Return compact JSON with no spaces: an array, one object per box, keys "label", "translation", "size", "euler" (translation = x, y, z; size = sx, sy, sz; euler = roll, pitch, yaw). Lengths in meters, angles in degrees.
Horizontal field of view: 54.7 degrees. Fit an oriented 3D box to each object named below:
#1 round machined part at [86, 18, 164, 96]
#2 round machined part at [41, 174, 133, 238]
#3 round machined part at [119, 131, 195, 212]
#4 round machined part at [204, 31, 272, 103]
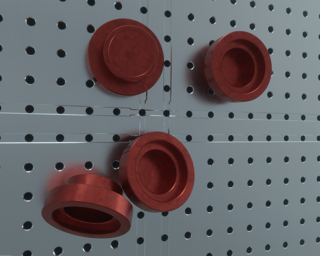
[{"label":"round machined part","translation":[-0.041,-0.089,0.389],"size":[0.099,0.042,0.097],"euler":[0,90,-21]},{"label":"round machined part","translation":[-0.079,0.088,0.356],"size":[0.099,0.097,0.042],"euler":[23,47,-19]},{"label":"round machined part","translation":[-0.008,0.057,0.391],"size":[0.099,0.042,0.098],"euler":[12,67,-31]},{"label":"round machined part","translation":[0.107,-0.085,0.445],"size":[0.099,0.042,0.097],"euler":[0,90,-21]}]
